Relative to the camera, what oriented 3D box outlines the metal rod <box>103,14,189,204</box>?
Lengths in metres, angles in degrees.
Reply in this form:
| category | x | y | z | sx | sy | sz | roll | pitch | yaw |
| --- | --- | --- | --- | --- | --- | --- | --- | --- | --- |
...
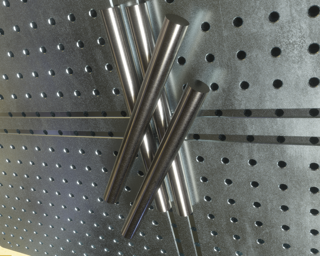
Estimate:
| category | x | y | z | sx | sy | sz | roll | pitch | yaw |
| --- | --- | --- | --- | --- | --- | --- | --- | --- | --- |
| metal rod | -0.030 | 0.001 | 0.397 | 0.025 | 0.025 | 0.298 | 30 | 128 | 9 |

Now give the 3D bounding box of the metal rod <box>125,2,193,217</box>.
| category | x | y | z | sx | sy | sz | roll | pitch | yaw |
| --- | --- | --- | --- | --- | --- | --- | --- | --- | --- |
| metal rod | 0.005 | -0.005 | 0.406 | 0.025 | 0.025 | 0.298 | 1 | 119 | 28 |

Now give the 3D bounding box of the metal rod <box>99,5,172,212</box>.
| category | x | y | z | sx | sy | sz | roll | pitch | yaw |
| --- | --- | --- | --- | --- | --- | --- | --- | --- | --- |
| metal rod | -0.026 | -0.008 | 0.421 | 0.025 | 0.025 | 0.298 | 1 | 119 | 28 |

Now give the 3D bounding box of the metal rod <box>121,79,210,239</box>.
| category | x | y | z | sx | sy | sz | roll | pitch | yaw |
| --- | --- | --- | --- | --- | --- | --- | --- | --- | --- |
| metal rod | -0.005 | 0.063 | 0.421 | 0.025 | 0.025 | 0.298 | 30 | 128 | 9 |
